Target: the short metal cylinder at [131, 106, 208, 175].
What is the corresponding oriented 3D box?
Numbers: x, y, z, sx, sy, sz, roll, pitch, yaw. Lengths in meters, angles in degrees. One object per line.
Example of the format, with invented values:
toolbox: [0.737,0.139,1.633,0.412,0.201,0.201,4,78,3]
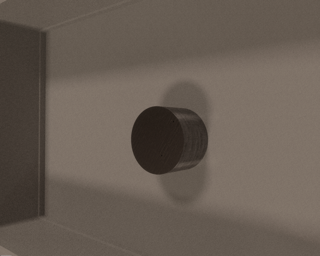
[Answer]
short metal cylinder: [0.011,0.014,0.380,0.080,0.050,0.079,0,90,39]
